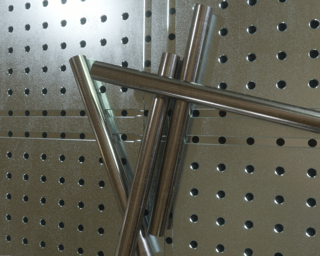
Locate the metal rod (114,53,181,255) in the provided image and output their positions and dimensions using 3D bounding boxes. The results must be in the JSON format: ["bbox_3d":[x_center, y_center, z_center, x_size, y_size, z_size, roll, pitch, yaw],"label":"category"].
[{"bbox_3d":[-0.019,0.050,0.402,0.025,0.025,0.299,12,88,19],"label":"metal rod"}]

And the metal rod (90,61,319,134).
[{"bbox_3d":[0.060,-0.037,0.369,0.301,0.025,0.025,15,95,11],"label":"metal rod"}]

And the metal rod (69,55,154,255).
[{"bbox_3d":[-0.070,0.038,0.437,0.025,0.025,0.299,-23,83,19],"label":"metal rod"}]

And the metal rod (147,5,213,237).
[{"bbox_3d":[0.025,-0.006,0.404,0.025,0.025,0.298,13,94,19],"label":"metal rod"}]
